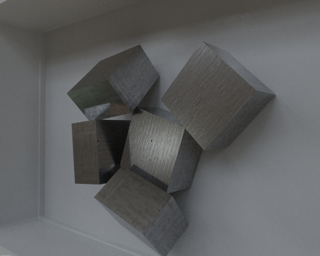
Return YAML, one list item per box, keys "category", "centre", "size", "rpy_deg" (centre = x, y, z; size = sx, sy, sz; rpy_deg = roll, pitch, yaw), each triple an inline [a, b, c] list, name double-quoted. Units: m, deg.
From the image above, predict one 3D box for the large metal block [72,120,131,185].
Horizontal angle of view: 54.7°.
- category: "large metal block"
  centre: [-0.070, 0.031, 0.425]
  size: [0.050, 0.081, 0.080]
  rpy_deg: [-7, 86, 39]

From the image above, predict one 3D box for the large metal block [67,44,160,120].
- category: "large metal block"
  centre: [-0.060, -0.058, 0.409]
  size: [0.080, 0.080, 0.050]
  rpy_deg: [-10, 126, 40]

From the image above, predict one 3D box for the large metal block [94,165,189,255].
- category: "large metal block"
  centre: [-0.020, 0.102, 0.376]
  size: [0.080, 0.080, 0.050]
  rpy_deg: [25, 63, 35]

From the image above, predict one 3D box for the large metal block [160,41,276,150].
- category: "large metal block"
  centre: [0.060, -0.033, 0.337]
  size: [0.080, 0.050, 0.080]
  rpy_deg: [51, 120, 27]

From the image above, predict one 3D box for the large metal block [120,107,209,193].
- category: "large metal block"
  centre: [0.004, 0.024, 0.385]
  size: [0.080, 0.050, 0.079]
  rpy_deg: [24, 105, 37]
